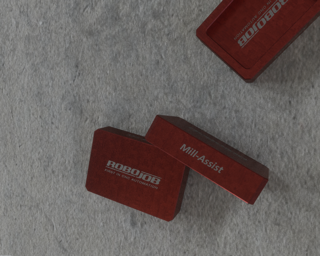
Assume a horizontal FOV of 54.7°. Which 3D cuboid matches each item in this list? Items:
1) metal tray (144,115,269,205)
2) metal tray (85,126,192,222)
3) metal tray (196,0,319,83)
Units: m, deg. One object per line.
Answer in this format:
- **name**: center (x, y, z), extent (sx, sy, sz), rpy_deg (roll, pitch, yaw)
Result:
- **metal tray**: center (0.057, 0.030, 0.353), extent (0.130, 0.090, 0.030), rpy_deg (31, 100, 17)
- **metal tray**: center (-0.030, 0.057, 0.410), extent (0.130, 0.030, 0.089), rpy_deg (16, 102, 19)
- **metal tray**: center (0.119, -0.129, 0.364), extent (0.130, 0.030, 0.090), rpy_deg (-47, 76, 13)
